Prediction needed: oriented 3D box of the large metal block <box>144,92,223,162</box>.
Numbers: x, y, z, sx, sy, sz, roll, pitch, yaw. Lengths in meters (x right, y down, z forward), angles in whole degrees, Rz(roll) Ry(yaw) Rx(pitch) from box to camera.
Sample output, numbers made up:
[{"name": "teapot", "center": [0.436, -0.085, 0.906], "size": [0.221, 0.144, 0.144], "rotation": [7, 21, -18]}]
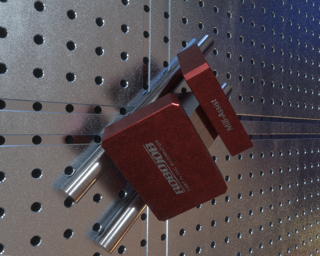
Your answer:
[{"name": "large metal block", "center": [0.027, -0.002, 0.397], "size": [0.080, 0.080, 0.050], "rotation": [-50, 120, -29]}]

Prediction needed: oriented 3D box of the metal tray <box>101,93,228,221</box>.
[{"name": "metal tray", "center": [0.008, 0.037, 0.347], "size": [0.090, 0.030, 0.130], "rotation": [-28, 115, 9]}]

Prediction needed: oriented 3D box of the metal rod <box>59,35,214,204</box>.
[{"name": "metal rod", "center": [-0.013, -0.029, 0.400], "size": [0.301, 0.025, 0.025], "rotation": [-50, 120, -28]}]

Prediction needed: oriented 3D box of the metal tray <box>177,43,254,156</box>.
[{"name": "metal tray", "center": [0.070, -0.037, 0.399], "size": [0.130, 0.030, 0.090], "rotation": [54, 15, -26]}]

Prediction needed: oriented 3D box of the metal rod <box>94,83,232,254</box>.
[{"name": "metal rod", "center": [0.020, 0.037, 0.428], "size": [0.301, 0.025, 0.025], "rotation": [-49, 120, -29]}]
